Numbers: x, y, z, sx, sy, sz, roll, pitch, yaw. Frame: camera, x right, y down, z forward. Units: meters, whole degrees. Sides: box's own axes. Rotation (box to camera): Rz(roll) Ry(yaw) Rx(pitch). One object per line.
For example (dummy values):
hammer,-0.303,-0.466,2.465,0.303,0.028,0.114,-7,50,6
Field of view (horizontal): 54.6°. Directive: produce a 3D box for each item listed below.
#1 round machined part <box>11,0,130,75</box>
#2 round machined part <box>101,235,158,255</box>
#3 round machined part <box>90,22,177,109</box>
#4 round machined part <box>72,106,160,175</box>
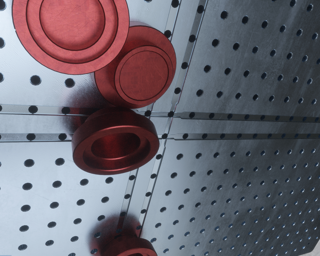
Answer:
round machined part,-0.081,-0.102,0.286,0.099,0.042,0.097,-8,116,-17
round machined part,-0.056,0.213,0.500,0.099,0.042,0.097,-14,124,-21
round machined part,-0.025,-0.064,0.346,0.099,0.042,0.097,-14,124,-21
round machined part,-0.053,0.012,0.364,0.099,0.042,0.098,-11,144,-8
